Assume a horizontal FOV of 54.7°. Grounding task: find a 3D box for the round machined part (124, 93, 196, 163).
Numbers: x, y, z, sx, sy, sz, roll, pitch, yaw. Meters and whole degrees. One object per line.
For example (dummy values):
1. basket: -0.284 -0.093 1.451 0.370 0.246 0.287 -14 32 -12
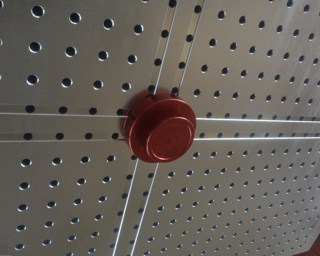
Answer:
1. round machined part: 0.006 0.007 0.409 0.099 0.042 0.097 -14 125 -21
